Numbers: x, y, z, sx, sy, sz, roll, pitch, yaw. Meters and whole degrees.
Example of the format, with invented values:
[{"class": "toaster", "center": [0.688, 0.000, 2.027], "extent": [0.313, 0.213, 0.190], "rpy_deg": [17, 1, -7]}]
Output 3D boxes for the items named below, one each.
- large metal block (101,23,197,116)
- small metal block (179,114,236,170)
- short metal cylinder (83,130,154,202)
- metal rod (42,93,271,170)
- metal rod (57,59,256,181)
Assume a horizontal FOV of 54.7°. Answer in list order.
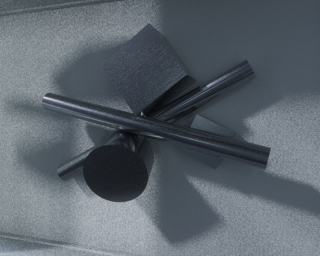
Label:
[{"class": "large metal block", "center": [-0.013, -0.071, 0.399], "extent": [0.080, 0.050, 0.080], "rpy_deg": [-37, 78, 16]}, {"class": "small metal block", "center": [0.060, 0.016, 0.385], "extent": [0.050, 0.025, 0.050], "rpy_deg": [28, 99, 17]}, {"class": "short metal cylinder", "center": [-0.051, 0.047, 0.398], "extent": [0.080, 0.050, 0.079], "rpy_deg": [2, 112, 6]}, {"class": "metal rod", "center": [-0.019, -0.002, 0.388], "extent": [0.301, 0.025, 0.025], "rpy_deg": [15, 95, 19]}, {"class": "metal rod", "center": [-0.017, -0.002, 0.413], "extent": [0.300, 0.025, 0.025], "rpy_deg": [-29, 81, 17]}]
